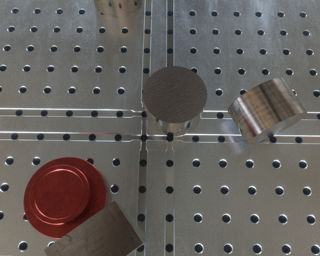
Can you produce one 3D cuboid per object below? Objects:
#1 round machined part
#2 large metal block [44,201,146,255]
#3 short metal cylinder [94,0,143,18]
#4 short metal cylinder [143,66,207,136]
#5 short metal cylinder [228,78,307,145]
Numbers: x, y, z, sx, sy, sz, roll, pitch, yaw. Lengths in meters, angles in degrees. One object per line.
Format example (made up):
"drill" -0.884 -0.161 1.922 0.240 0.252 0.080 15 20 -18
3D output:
"round machined part" -0.114 0.082 0.372 0.099 0.042 0.098 0 70 0
"large metal block" -0.064 0.128 0.335 0.080 0.080 0.050 -34 74 -11
"short metal cylinder" -0.067 -0.219 0.478 0.081 0.050 0.080 0 70 0
"short metal cylinder" 0.019 -0.034 0.411 0.081 0.050 0.080 0 70 0
"short metal cylinder" 0.134 -0.019 0.390 0.080 0.080 0.050 -23 72 -8
